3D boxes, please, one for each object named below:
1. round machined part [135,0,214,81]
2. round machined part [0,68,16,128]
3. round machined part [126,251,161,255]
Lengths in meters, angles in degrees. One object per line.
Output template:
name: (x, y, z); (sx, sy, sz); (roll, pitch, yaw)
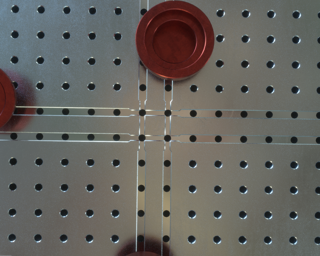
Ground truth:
round machined part: (0.018, -0.110, 0.405); (0.099, 0.042, 0.097); (0, 90, -1)
round machined part: (-0.235, -0.039, 0.392); (0.099, 0.042, 0.097); (-2, 96, -19)
round machined part: (-0.022, 0.209, 0.405); (0.099, 0.042, 0.097); (0, 90, -1)
